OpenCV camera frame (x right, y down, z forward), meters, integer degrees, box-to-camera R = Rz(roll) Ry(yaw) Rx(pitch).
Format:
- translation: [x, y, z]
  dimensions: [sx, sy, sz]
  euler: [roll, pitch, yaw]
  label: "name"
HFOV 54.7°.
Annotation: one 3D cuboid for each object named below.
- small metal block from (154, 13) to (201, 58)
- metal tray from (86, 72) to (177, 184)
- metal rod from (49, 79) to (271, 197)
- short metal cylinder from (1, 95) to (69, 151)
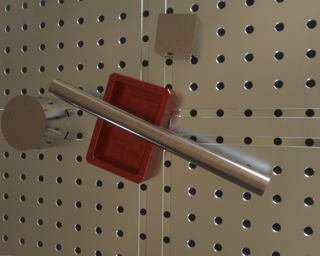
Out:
- translation: [0.023, -0.120, 0.404]
  dimensions: [0.050, 0.025, 0.050]
  euler: [8, 93, 19]
  label: "small metal block"
- translation: [-0.040, -0.001, 0.422]
  dimensions: [0.090, 0.030, 0.129]
  euler: [19, 96, 18]
  label: "metal tray"
- translation: [-0.014, 0.004, 0.384]
  dimensions: [0.301, 0.025, 0.025]
  euler: [25, 98, 17]
  label: "metal rod"
- translation: [-0.186, -0.008, 0.463]
  dimensions: [0.080, 0.050, 0.079]
  euler: [0, 90, 19]
  label: "short metal cylinder"
